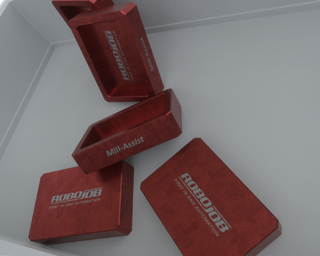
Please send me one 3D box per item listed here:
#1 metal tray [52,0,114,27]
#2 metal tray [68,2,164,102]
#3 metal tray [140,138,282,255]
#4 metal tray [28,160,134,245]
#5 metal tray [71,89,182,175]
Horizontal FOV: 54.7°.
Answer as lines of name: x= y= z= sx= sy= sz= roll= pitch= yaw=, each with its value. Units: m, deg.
metal tray: x=-0.093 y=-0.149 z=0.475 sx=0.090 sy=0.130 sz=0.030 roll=16 pitch=64 yaw=34
metal tray: x=-0.056 y=-0.097 z=0.424 sx=0.090 sy=0.129 sz=0.030 roll=1 pitch=40 yaw=28
metal tray: x=0.047 y=0.082 z=0.326 sx=0.090 sy=0.030 sz=0.130 roll=-40 pitch=51 yaw=0
metal tray: x=-0.099 y=0.094 z=0.395 sx=0.130 sy=0.030 sz=0.090 roll=-14 pitch=56 yaw=20
metal tray: x=-0.038 y=0.002 z=0.392 sx=0.130 sy=0.030 sz=0.090 roll=-23 pitch=22 yaw=13
